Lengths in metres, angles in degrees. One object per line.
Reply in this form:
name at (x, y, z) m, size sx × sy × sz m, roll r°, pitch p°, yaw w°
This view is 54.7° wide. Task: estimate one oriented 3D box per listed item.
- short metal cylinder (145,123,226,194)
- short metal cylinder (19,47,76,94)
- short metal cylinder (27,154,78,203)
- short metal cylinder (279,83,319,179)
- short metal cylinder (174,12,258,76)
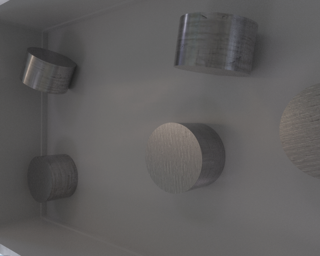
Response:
short metal cylinder at (0.029, 0.034, 0.366) m, size 0.080 × 0.050 × 0.080 m, roll 0°, pitch 90°, yaw 40°
short metal cylinder at (-0.191, -0.098, 0.529) m, size 0.080 × 0.081 × 0.050 m, roll 38°, pitch 114°, yaw 33°
short metal cylinder at (-0.191, 0.088, 0.548) m, size 0.080 × 0.050 × 0.080 m, roll 0°, pitch 90°, yaw 40°
short metal cylinder at (0.152, 0.002, 0.265) m, size 0.080 × 0.050 × 0.080 m, roll 0°, pitch 90°, yaw 40°
short metal cylinder at (0.057, -0.084, 0.324) m, size 0.080 × 0.081 × 0.050 m, roll 13°, pitch 98°, yaw 39°
